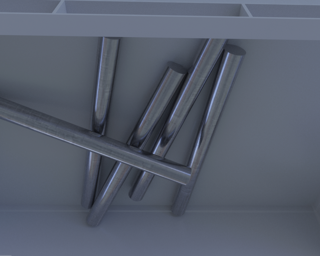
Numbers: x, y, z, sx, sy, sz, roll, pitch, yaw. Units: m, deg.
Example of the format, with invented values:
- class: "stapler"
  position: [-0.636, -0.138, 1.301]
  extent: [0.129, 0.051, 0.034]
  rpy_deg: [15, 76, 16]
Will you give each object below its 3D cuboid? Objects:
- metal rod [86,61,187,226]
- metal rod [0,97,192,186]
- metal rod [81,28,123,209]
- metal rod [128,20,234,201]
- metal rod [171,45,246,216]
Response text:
- class: "metal rod"
  position: [-0.045, 0.041, 0.429]
  extent: [0.025, 0.025, 0.298]
  rpy_deg: [20, 123, -17]
- class: "metal rod"
  position: [-0.104, 0.010, 0.386]
  extent: [0.302, 0.025, 0.025]
  rpy_deg: [21, 127, -6]
- class: "metal rod"
  position: [-0.085, 0.012, 0.418]
  extent: [0.025, 0.025, 0.298]
  rpy_deg: [10, 130, -9]
- class: "metal rod"
  position: [0.013, 0.001, 0.410]
  extent: [0.025, 0.025, 0.298]
  rpy_deg: [16, 128, -13]
- class: "metal rod"
  position: [0.056, 0.027, 0.432]
  extent: [0.025, 0.025, 0.298]
  rpy_deg: [7, 130, -7]
